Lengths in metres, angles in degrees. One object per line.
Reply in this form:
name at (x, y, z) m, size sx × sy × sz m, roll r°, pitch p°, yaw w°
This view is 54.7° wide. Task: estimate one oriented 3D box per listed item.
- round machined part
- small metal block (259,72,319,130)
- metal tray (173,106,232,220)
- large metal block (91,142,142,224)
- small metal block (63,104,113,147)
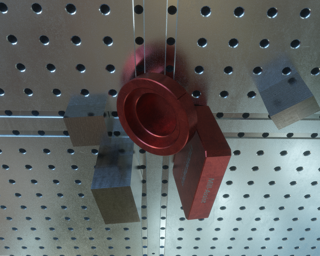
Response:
round machined part at (0.001, -0.019, 0.365) m, size 0.098 × 0.042 × 0.097 m, roll 18°, pitch 127°, yaw 27°
small metal block at (0.153, -0.032, 0.370) m, size 0.050 × 0.050 × 0.025 m, roll -29°, pitch 125°, yaw 22°
metal tray at (0.049, 0.047, 0.406) m, size 0.030 × 0.090 × 0.129 m, roll -2°, pitch 131°, yaw -12°
large metal block at (-0.057, 0.078, 0.442) m, size 0.050 × 0.080 × 0.080 m, roll -5°, pitch 130°, yaw 4°
small metal block at (-0.093, -0.003, 0.408) m, size 0.050 × 0.025 × 0.050 m, roll -3°, pitch 130°, yaw 2°
